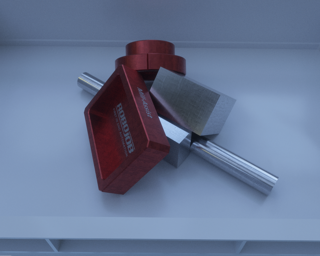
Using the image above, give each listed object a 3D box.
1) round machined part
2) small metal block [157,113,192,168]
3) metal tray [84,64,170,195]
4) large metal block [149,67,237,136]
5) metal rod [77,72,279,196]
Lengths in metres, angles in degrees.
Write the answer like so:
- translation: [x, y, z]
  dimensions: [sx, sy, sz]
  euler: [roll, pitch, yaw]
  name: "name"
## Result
- translation: [-0.013, -0.094, 0.432]
  dimensions: [0.099, 0.098, 0.042]
  euler: [-1, 91, -2]
  name: "round machined part"
- translation: [0.009, 0.014, 0.375]
  dimensions: [0.050, 0.050, 0.025]
  euler: [31, 57, 23]
  name: "small metal block"
- translation: [-0.045, 0.000, 0.363]
  dimensions: [0.030, 0.090, 0.130]
  euler: [19, 37, -40]
  name: "metal tray"
- translation: [0.040, -0.032, 0.389]
  dimensions: [0.080, 0.050, 0.080]
  euler: [30, 13, 22]
  name: "large metal block"
- translation: [0.007, -0.003, 0.405]
  dimensions: [0.300, 0.025, 0.025]
  euler: [30, 56, 22]
  name: "metal rod"
